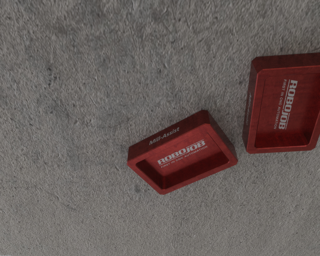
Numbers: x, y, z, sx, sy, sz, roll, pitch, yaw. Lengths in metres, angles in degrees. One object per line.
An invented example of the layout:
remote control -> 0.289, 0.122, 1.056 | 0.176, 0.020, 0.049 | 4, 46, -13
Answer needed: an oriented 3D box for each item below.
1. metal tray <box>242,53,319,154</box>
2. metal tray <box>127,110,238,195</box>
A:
metal tray -> 0.155, -0.026, 0.383 | 0.091, 0.030, 0.129 | -4, 130, 3
metal tray -> 0.031, 0.039, 0.437 | 0.130, 0.030, 0.090 | -27, 125, 21
